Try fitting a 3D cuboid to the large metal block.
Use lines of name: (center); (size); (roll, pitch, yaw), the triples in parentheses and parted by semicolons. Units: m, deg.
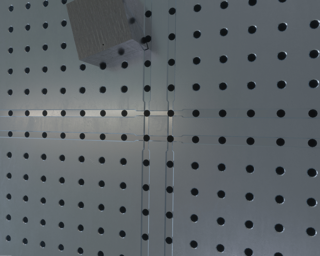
large metal block: (-0.072, -0.139, 0.425); (0.080, 0.050, 0.080); (-16, 85, 19)
